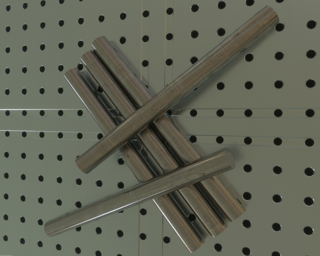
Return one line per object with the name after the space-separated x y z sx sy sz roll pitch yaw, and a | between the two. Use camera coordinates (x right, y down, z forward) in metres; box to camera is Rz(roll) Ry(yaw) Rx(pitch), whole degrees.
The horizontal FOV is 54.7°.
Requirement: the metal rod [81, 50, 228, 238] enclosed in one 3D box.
-0.014 0.013 0.417 0.025 0.025 0.299 -41 78 15 | metal rod

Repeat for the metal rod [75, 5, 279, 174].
0.016 -0.042 0.385 0.300 0.025 0.025 -38 78 7 | metal rod

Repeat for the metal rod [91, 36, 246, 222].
0.004 -0.007 0.410 0.025 0.025 0.300 -42 77 15 | metal rod

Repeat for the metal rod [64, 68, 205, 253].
-0.041 0.036 0.426 0.025 0.025 0.299 -41 78 15 | metal rod

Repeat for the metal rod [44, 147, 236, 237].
-0.044 0.093 0.405 0.300 0.025 0.025 -26 82 26 | metal rod
